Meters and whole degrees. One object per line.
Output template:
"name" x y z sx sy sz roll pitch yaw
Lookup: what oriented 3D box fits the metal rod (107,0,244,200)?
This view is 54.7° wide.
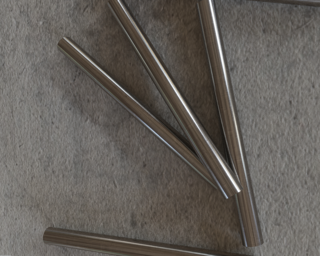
"metal rod" 0.011 -0.049 0.391 0.025 0.025 0.299 -35 74 16

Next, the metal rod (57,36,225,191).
"metal rod" -0.032 -0.028 0.419 0.300 0.025 0.025 41 103 15

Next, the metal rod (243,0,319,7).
"metal rod" 0.063 -0.177 0.386 0.301 0.025 0.025 14 95 19

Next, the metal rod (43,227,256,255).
"metal rod" -0.025 0.164 0.416 0.301 0.025 0.025 1 90 19

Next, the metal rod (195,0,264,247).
"metal rod" 0.084 -0.009 0.379 0.025 0.025 0.298 -12 86 19
